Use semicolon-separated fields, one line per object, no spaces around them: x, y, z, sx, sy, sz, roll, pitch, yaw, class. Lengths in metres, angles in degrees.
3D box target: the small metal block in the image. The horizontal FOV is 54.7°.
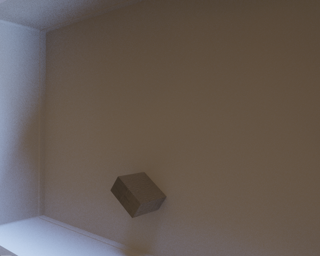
-0.028;0.087;0.412;0.050;0.050;0.025;43;116;31;small metal block
